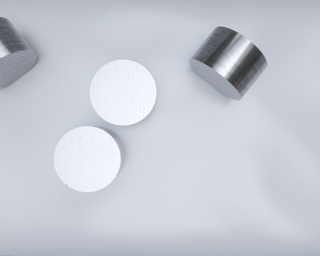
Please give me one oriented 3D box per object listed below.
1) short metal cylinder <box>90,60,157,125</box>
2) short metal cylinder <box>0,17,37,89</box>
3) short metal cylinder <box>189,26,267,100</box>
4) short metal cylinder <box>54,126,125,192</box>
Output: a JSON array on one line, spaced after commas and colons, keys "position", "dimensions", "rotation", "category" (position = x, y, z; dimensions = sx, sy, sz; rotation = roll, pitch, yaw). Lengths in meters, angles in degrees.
[{"position": [-0.044, -0.043, 0.398], "dimensions": [0.081, 0.050, 0.080], "rotation": [0, 90, 0], "category": "short metal cylinder"}, {"position": [-0.203, -0.090, 0.382], "dimensions": [0.080, 0.080, 0.050], "rotation": [-38, 90, 0], "category": "short metal cylinder"}, {"position": [0.083, -0.079, 0.384], "dimensions": [0.080, 0.080, 0.050], "rotation": [38, 90, 0], "category": "short metal cylinder"}, {"position": [-0.088, 0.037, 0.398], "dimensions": [0.081, 0.050, 0.080], "rotation": [0, 90, 0], "category": "short metal cylinder"}]
